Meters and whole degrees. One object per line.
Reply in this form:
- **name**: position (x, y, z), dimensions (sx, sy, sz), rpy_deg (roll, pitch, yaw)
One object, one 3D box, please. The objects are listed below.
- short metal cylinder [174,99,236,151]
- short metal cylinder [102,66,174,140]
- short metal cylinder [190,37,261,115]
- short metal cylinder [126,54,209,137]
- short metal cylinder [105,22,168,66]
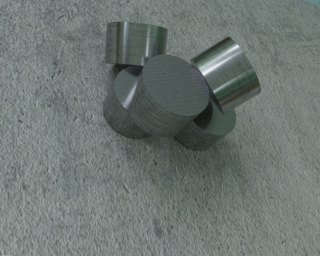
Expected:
- **short metal cylinder**: position (0.057, -0.014, 0.430), dimensions (0.081, 0.050, 0.080), rpy_deg (14, 56, -21)
- **short metal cylinder**: position (-0.027, -0.032, 0.395), dimensions (0.081, 0.050, 0.080), rpy_deg (14, 56, -21)
- **short metal cylinder**: position (0.079, -0.063, 0.380), dimensions (0.050, 0.080, 0.080), rpy_deg (-31, 75, 6)
- **short metal cylinder**: position (0.008, -0.036, 0.352), dimensions (0.081, 0.050, 0.080), rpy_deg (14, 56, -21)
- **short metal cylinder**: position (-0.032, -0.108, 0.412), dimensions (0.081, 0.080, 0.050), rpy_deg (0, 101, -29)
